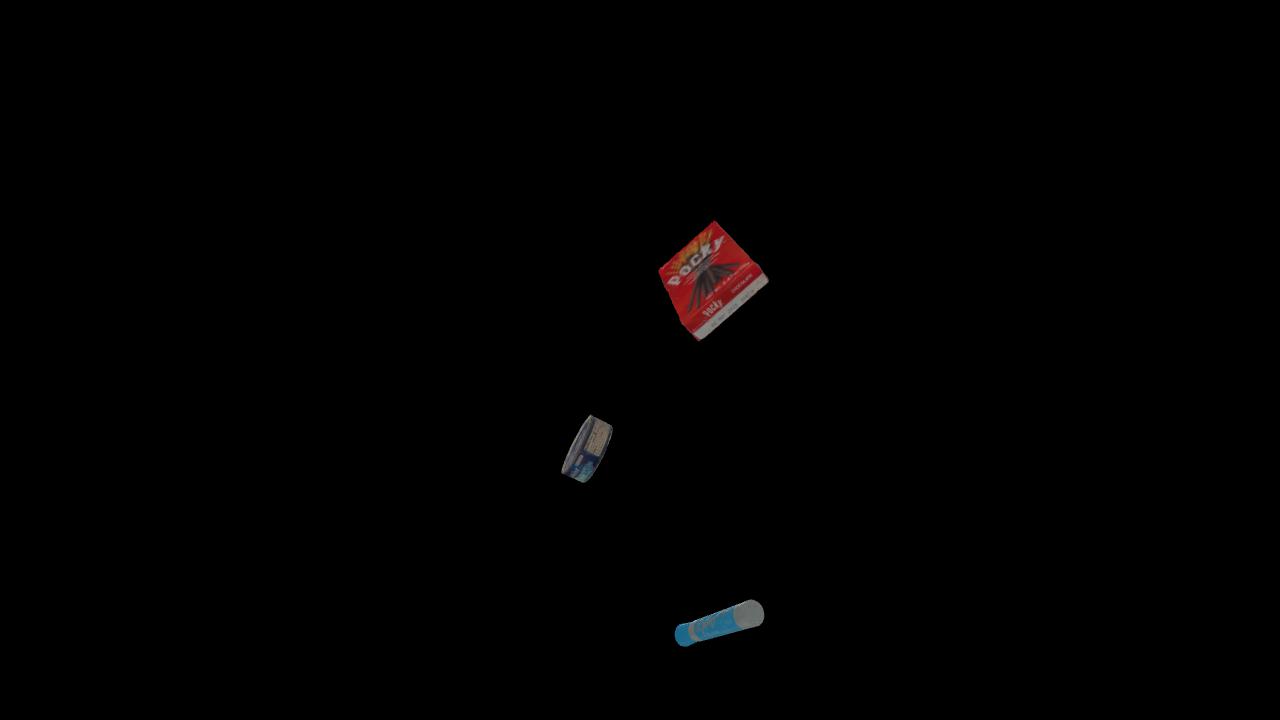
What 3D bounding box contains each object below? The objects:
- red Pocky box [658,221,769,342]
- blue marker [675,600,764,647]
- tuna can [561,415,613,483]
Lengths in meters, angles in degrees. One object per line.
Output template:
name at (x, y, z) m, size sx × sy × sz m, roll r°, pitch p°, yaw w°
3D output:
red Pocky box at (0.064, -0.081, 0.592) m, size 0.028 × 0.083 × 0.155 m, roll 43°, pitch 14°, yaw -23°
blue marker at (0.060, 0.215, 0.499) m, size 0.020 × 0.020 × 0.121 m, roll 0°, pitch -30°, yaw -27°
tuna can at (-0.068, 0.115, 0.794) m, size 0.034 × 0.084 × 0.084 m, roll 28°, pitch -4°, yaw -8°
